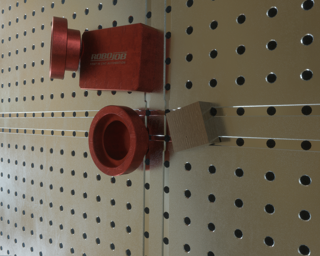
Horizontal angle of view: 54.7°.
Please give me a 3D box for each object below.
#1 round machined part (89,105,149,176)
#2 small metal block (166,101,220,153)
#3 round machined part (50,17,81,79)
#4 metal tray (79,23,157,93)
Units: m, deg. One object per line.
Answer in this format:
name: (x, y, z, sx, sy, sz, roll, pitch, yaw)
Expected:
round machined part: (-0.054, 0.017, 0.441, 0.098, 0.042, 0.097, 0, 90, 39)
small metal block: (0.039, 0.000, 0.376, 0.050, 0.025, 0.050, -20, 78, 38)
round machined part: (-0.155, -0.128, 0.506, 0.098, 0.042, 0.097, -177, 90, -69)
metal tray: (-0.066, -0.100, 0.458, 0.130, 0.030, 0.089, 7, 95, 39)
